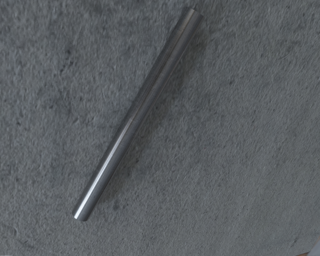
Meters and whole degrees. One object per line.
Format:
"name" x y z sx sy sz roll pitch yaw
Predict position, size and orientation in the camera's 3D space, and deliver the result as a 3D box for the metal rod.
"metal rod" -0.034 -0.006 0.385 0.025 0.025 0.298 20 108 -36
